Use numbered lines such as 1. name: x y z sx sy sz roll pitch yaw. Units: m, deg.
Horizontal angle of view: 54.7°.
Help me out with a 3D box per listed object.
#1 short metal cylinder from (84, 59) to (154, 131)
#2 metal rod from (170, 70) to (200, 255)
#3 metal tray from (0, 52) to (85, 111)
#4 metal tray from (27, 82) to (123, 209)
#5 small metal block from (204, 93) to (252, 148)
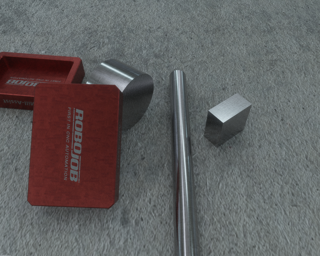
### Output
1. short metal cylinder: -0.052 -0.043 0.403 0.050 0.080 0.080 29 56 22
2. metal rod: 0.027 0.037 0.372 0.025 0.025 0.300 0 50 0
3. metal tray: -0.187 -0.069 0.455 0.131 0.030 0.090 5 50 4
4. metal tray: -0.090 0.018 0.338 0.091 0.030 0.129 2 86 1
5. small metal block: 0.086 -0.009 0.396 0.050 0.050 0.025 -31 57 -23
